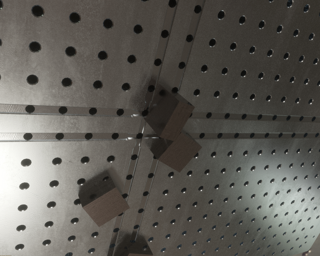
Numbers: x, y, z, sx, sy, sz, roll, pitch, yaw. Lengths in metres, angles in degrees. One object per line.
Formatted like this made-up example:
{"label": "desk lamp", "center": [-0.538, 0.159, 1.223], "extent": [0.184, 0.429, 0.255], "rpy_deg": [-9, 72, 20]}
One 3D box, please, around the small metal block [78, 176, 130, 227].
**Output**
{"label": "small metal block", "center": [-0.078, 0.104, 0.434], "extent": [0.050, 0.025, 0.050], "rpy_deg": [-31, 129, -9]}

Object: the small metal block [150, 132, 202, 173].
{"label": "small metal block", "center": [0.024, 0.030, 0.444], "extent": [0.050, 0.025, 0.050], "rpy_deg": [-50, 129, 7]}

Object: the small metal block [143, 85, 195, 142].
{"label": "small metal block", "center": [0.010, -0.019, 0.390], "extent": [0.025, 0.050, 0.050], "rpy_deg": [17, 109, -35]}

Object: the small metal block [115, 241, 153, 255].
{"label": "small metal block", "center": [-0.048, 0.222, 0.524], "extent": [0.050, 0.025, 0.050], "rpy_deg": [22, 107, -37]}
